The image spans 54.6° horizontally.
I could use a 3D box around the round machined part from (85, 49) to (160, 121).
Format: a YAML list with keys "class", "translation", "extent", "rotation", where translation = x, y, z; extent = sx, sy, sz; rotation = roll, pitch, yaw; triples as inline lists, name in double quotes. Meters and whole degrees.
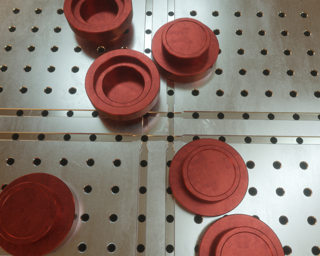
- class: "round machined part"
  translation: [-0.049, -0.055, 0.423]
  extent: [0.099, 0.042, 0.098]
  rotation: [0, 70, 0]

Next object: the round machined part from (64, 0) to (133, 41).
- class: "round machined part"
  translation: [-0.089, -0.170, 0.465]
  extent: [0.099, 0.042, 0.098]
  rotation: [0, 70, 0]

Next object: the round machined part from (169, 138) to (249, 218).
- class: "round machined part"
  translation: [0.060, 0.058, 0.382]
  extent: [0.099, 0.042, 0.098]
  rotation: [0, 70, 0]

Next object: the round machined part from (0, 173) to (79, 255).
- class: "round machined part"
  translation: [-0.150, 0.101, 0.365]
  extent: [0.099, 0.042, 0.098]
  rotation: [0, 70, 0]

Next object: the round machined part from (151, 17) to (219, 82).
- class: "round machined part"
  translation: [0.036, -0.118, 0.446]
  extent: [0.099, 0.042, 0.098]
  rotation: [0, 70, 0]

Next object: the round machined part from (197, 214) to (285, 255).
- class: "round machined part"
  translation: [0.093, 0.147, 0.350]
  extent: [0.099, 0.042, 0.098]
  rotation: [0, 70, 0]
